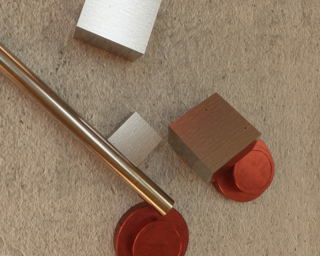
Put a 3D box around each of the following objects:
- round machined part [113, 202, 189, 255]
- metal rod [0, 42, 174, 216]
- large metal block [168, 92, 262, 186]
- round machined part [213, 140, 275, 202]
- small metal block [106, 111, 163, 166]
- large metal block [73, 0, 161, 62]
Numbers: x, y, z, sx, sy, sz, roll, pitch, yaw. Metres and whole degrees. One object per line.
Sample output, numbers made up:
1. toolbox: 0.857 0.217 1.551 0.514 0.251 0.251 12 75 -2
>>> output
1. round machined part: -0.007 0.146 0.398 0.099 0.042 0.097 0 90 -20
2. metal rod: -0.098 -0.003 0.359 0.300 0.025 0.025 44 76 -10
3. large metal block: 0.068 0.014 0.401 0.080 0.050 0.080 -35 67 -17
4. round machined part: 0.124 0.059 0.446 0.099 0.042 0.097 0 90 -20
5. small metal block: -0.034 0.014 0.396 0.050 0.025 0.050 47 75 -14
6. large metal block: -0.051 -0.137 0.376 0.081 0.050 0.080 19 84 -19
